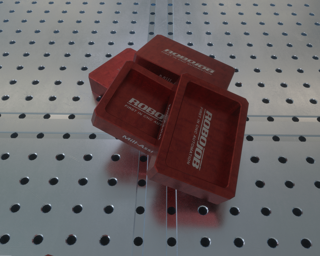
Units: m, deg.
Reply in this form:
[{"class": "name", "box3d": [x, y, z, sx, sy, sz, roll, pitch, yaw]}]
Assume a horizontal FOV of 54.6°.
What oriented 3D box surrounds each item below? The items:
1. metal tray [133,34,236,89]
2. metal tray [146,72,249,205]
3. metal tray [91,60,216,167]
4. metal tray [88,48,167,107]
[{"class": "metal tray", "box3d": [0.035, -0.082, 0.443, 0.130, 0.030, 0.090, 26, 39, 6]}, {"class": "metal tray", "box3d": [0.047, 0.009, 0.351, 0.090, 0.030, 0.130, 22, 61, -9]}, {"class": "metal tray", "box3d": [-0.005, -0.015, 0.379, 0.130, 0.030, 0.090, 29, 60, -5]}, {"class": "metal tray", "box3d": [-0.028, -0.063, 0.457, 0.130, 0.030, 0.090, 32, 57, 24]}]
